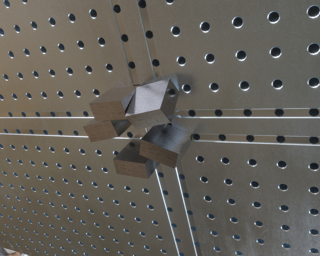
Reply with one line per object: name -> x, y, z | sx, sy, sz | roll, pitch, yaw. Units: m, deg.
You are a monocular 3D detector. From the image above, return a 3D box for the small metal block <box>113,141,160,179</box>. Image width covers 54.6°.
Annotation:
small metal block -> -0.030, 0.044, 0.438 | 0.050, 0.050, 0.025 | 5, 121, 26

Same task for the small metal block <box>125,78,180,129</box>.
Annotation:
small metal block -> -0.009, -0.029, 0.378 | 0.050, 0.050, 0.025 | -10, 136, 32

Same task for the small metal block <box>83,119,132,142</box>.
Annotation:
small metal block -> -0.068, -0.007, 0.427 | 0.050, 0.050, 0.025 | -11, 113, 33

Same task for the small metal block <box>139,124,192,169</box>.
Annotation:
small metal block -> 0.008, 0.021, 0.404 | 0.050, 0.050, 0.025 | 20, 126, 16

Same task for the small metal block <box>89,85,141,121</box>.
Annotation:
small metal block -> -0.054, -0.033, 0.404 | 0.050, 0.050, 0.025 | -2, 117, 29
